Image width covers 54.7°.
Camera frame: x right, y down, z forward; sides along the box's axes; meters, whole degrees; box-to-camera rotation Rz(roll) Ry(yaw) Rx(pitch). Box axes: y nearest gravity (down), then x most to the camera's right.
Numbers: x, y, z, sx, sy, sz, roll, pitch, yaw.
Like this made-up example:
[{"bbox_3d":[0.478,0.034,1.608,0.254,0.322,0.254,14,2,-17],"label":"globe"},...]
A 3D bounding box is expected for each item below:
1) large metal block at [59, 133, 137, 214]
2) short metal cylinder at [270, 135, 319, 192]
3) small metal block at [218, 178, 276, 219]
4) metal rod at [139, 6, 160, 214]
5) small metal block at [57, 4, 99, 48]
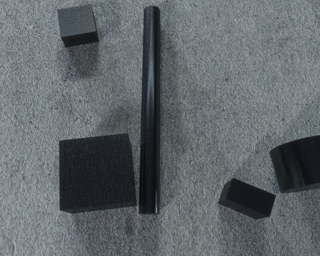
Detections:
[{"bbox_3d":[-0.073,0.056,0.374,0.081,0.050,0.080,-6,70,-3],"label":"large metal block"},{"bbox_3d":[0.177,0.044,0.365,0.081,0.080,0.050,-8,71,-3],"label":"short metal cylinder"},{"bbox_3d":[0.101,0.084,0.365,0.050,0.050,0.025,22,72,7],"label":"small metal block"},{"bbox_3d":[-0.012,-0.038,0.421,0.025,0.025,0.299,0,70,0],"label":"metal rod"},{"bbox_3d":[-0.122,-0.153,0.462,0.050,0.025,0.050,-12,71,-5],"label":"small metal block"}]
